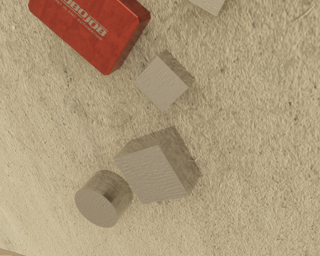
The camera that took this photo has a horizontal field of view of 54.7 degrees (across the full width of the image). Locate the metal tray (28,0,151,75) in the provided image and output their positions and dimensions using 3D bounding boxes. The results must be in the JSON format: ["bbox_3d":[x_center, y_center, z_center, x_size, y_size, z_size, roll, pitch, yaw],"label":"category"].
[{"bbox_3d":[-0.086,-0.137,0.364,0.130,0.030,0.090,41,129,0],"label":"metal tray"}]

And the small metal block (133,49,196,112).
[{"bbox_3d":[0.005,-0.056,0.370,0.050,0.025,0.050,45,129,-4],"label":"small metal block"}]

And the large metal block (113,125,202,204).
[{"bbox_3d":[-0.003,0.052,0.425,0.080,0.050,0.080,-19,108,35],"label":"large metal block"}]

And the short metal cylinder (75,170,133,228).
[{"bbox_3d":[-0.092,0.117,0.511,0.080,0.050,0.079,13,124,21],"label":"short metal cylinder"}]

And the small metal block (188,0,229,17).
[{"bbox_3d":[0.047,-0.143,0.293,0.050,0.025,0.050,33,129,6],"label":"small metal block"}]
